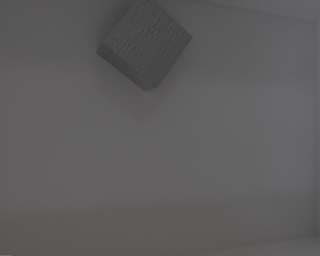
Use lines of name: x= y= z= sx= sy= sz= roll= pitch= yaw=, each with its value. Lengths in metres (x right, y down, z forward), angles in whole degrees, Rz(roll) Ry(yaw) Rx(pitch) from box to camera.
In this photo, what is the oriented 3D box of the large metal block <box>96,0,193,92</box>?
large metal block: x=-0.020 y=-0.104 z=0.390 sx=0.080 sy=0.050 sz=0.080 roll=38 pitch=78 yaw=-16
